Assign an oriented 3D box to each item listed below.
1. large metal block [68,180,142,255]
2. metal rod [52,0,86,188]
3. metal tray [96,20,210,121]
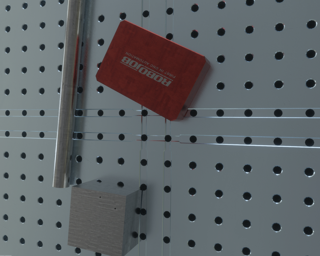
[{"bbox_3d":[-0.075,0.121,0.424,0.080,0.050,0.079,5,92,19],"label":"large metal block"},{"bbox_3d":[-0.134,-0.062,0.458,0.025,0.025,0.298,6,92,19],"label":"metal rod"},{"bbox_3d":[-0.012,-0.076,0.413,0.130,0.030,0.090,29,99,17],"label":"metal tray"}]
